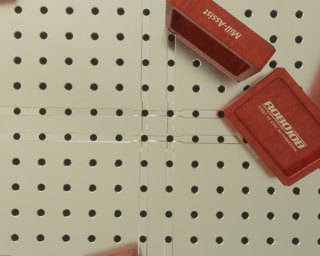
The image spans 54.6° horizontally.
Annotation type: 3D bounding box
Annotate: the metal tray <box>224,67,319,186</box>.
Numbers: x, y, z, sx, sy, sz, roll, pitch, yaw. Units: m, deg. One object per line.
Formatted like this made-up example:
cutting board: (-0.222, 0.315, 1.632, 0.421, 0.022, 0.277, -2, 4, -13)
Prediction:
metal tray: (0.157, -0.002, 0.398, 0.090, 0.030, 0.130, -40, 90, 18)

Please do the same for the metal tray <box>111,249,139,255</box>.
metal tray: (-0.057, 0.240, 0.411, 0.090, 0.030, 0.129, -16, 90, 0)

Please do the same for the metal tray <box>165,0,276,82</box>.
metal tray: (0.067, -0.113, 0.381, 0.130, 0.090, 0.030, 37, 90, 0)
